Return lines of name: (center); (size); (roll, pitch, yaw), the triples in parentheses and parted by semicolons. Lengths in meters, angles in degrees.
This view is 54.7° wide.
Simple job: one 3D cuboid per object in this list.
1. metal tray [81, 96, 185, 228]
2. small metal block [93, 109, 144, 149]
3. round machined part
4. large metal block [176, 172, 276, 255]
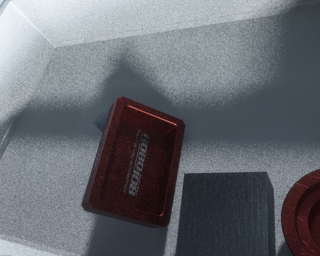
metal tray: (-0.025, 0.038, 0.353); (0.030, 0.091, 0.130); (-37, 37, 56)
small metal block: (-0.055, 0.008, 0.412); (0.025, 0.050, 0.050); (-47, 52, -4)
round machined part: (0.157, 0.085, 0.261); (0.098, 0.042, 0.098); (-13, 56, 20)
large metal block: (0.066, 0.090, 0.300); (0.080, 0.050, 0.080); (-5, 59, 25)
